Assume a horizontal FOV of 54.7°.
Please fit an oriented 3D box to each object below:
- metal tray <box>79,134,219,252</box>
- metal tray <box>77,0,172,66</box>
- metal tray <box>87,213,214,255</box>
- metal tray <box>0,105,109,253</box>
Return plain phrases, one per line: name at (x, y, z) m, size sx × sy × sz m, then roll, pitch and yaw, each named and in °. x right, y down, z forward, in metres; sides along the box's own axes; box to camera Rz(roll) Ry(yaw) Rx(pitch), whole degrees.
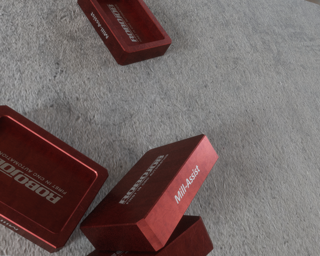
metal tray at (-0.007, 0.061, 0.309) m, size 0.030 × 0.090 × 0.131 m, roll 58°, pitch 43°, yaw -14°
metal tray at (-0.053, -0.162, 0.469) m, size 0.091 × 0.030 × 0.130 m, roll -24°, pitch 75°, yaw -37°
metal tray at (-0.028, 0.122, 0.269) m, size 0.131 × 0.090 × 0.030 m, roll -26°, pitch 95°, yaw -37°
metal tray at (-0.129, 0.047, 0.301) m, size 0.130 × 0.030 × 0.090 m, roll 34°, pitch 51°, yaw -6°
